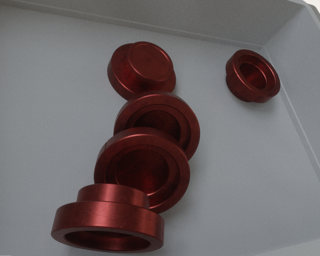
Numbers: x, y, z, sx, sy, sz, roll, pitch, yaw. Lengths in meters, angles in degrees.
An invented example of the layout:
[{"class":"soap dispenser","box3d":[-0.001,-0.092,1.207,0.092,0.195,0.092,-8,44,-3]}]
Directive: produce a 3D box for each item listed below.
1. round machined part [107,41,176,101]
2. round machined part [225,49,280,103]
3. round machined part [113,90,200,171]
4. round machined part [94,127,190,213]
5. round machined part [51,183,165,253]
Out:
[{"class":"round machined part","box3d":[-0.021,-0.082,0.435,0.099,0.042,0.098,14,56,-21]},{"class":"round machined part","box3d":[0.153,-0.083,0.531,0.099,0.042,0.098,14,56,-21]},{"class":"round machined part","box3d":[-0.005,0.003,0.369,0.099,0.097,0.042,25,14,-14]},{"class":"round machined part","box3d":[-0.020,0.044,0.336,0.099,0.097,0.042,24,17,-14]},{"class":"round machined part","box3d":[-0.045,0.083,0.285,0.099,0.097,0.042,17,55,-19]}]
